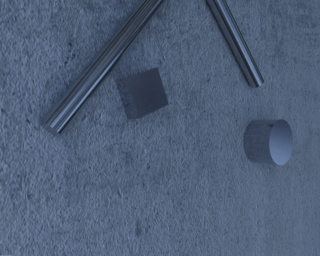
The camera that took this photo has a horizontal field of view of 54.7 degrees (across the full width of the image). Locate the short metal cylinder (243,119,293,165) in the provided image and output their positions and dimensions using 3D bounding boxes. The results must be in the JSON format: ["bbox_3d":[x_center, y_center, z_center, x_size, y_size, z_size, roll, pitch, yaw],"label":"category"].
[{"bbox_3d":[0.195,0.025,0.555,0.081,0.050,0.079,0,90,-40],"label":"short metal cylinder"}]

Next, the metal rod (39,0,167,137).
[{"bbox_3d":[-0.038,-0.115,0.373,0.025,0.025,0.300,47,62,-30],"label":"metal rod"}]

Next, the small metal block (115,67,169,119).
[{"bbox_3d":[-0.022,-0.044,0.388,0.050,0.025,0.050,-29,108,-37],"label":"small metal block"}]

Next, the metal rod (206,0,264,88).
[{"bbox_3d":[0.095,-0.187,0.486,0.025,0.025,0.300,-52,121,-28],"label":"metal rod"}]
